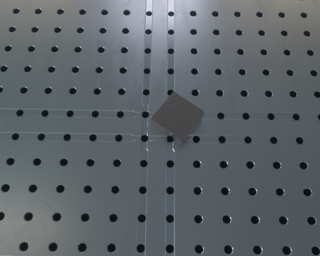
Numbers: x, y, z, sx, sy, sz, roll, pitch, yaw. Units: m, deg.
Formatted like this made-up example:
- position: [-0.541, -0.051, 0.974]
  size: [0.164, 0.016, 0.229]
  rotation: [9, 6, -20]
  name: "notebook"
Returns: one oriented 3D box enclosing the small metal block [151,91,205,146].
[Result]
- position: [0.023, -0.013, 0.417]
  size: [0.050, 0.025, 0.050]
  rotation: [35, 74, 12]
  name: "small metal block"
